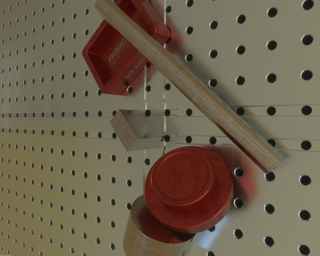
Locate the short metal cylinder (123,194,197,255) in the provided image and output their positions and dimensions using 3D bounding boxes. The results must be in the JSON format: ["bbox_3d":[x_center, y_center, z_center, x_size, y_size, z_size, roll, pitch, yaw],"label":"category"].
[{"bbox_3d":[0.000,0.122,0.366,0.080,0.081,0.050,35,123,34],"label":"short metal cylinder"}]

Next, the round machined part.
[{"bbox_3d":[0.029,0.061,0.340,0.098,0.042,0.098,-10,52,13],"label":"round machined part"}]

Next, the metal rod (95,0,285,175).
[{"bbox_3d":[0.020,-0.063,0.363,0.300,0.025,0.025,46,118,20],"label":"metal rod"}]

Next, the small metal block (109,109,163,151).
[{"bbox_3d":[-0.032,0.003,0.417,0.025,0.050,0.050,-48,62,29],"label":"small metal block"}]

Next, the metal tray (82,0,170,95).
[{"bbox_3d":[-0.054,-0.121,0.448,0.129,0.030,0.090,-43,64,31],"label":"metal tray"}]
